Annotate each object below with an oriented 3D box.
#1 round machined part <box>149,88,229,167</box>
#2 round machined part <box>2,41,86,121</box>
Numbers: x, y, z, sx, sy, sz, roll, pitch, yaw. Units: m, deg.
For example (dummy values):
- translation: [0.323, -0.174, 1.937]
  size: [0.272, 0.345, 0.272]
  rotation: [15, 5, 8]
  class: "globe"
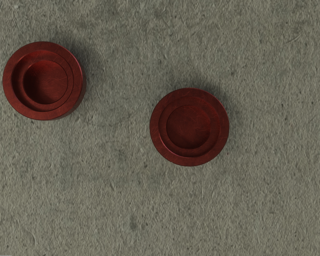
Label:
- translation: [0.036, -0.001, 0.402]
  size: [0.099, 0.042, 0.097]
  rotation: [0, 90, 0]
  class: "round machined part"
- translation: [-0.144, -0.058, 0.400]
  size: [0.099, 0.042, 0.097]
  rotation: [0, 90, 0]
  class: "round machined part"
